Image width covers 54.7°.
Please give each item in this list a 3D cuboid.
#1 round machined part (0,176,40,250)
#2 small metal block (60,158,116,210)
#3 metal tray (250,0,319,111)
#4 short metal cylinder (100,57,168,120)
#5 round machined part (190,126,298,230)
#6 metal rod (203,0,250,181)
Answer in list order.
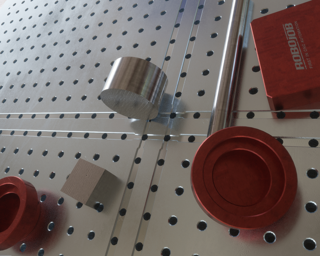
[{"bbox_3d":[-0.209,0.120,0.434,0.098,0.042,0.098,-13,56,21],"label":"round machined part"},{"bbox_3d":[-0.096,0.074,0.414,0.050,0.025,0.050,17,70,34],"label":"small metal block"},{"bbox_3d":[0.166,-0.090,0.373,0.090,0.030,0.130,-13,56,20],"label":"metal tray"},{"bbox_3d":[-0.034,-0.052,0.423,0.080,0.080,0.050,4,64,30],"label":"short metal cylinder"},{"bbox_3d":[0.080,0.051,0.309,0.099,0.042,0.098,-1,70,2],"label":"round machined part"},{"bbox_3d":[0.090,-0.073,0.405,0.025,0.025,0.300,0,62,28],"label":"metal rod"}]
